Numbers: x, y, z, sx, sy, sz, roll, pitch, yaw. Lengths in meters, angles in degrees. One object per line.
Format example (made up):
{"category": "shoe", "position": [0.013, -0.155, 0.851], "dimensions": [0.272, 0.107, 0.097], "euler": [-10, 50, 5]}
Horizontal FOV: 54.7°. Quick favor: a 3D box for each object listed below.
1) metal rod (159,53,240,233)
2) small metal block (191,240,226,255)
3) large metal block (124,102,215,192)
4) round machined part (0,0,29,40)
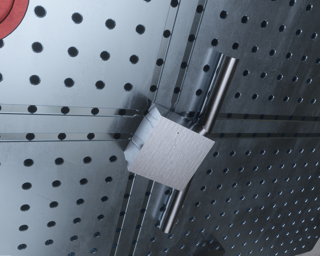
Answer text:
{"category": "metal rod", "position": [0.051, 0.037, 0.461], "dimensions": [0.025, 0.025, 0.298], "euler": [3, 117, -30]}
{"category": "small metal block", "position": [0.096, 0.255, 0.621], "dimensions": [0.050, 0.025, 0.050], "euler": [23, 106, -37]}
{"category": "large metal block", "position": [0.010, 0.025, 0.404], "dimensions": [0.080, 0.050, 0.080], "euler": [25, 105, -22]}
{"category": "round machined part", "position": [-0.157, -0.117, 0.242], "dimensions": [0.099, 0.042, 0.097], "euler": [-14, 124, -21]}
